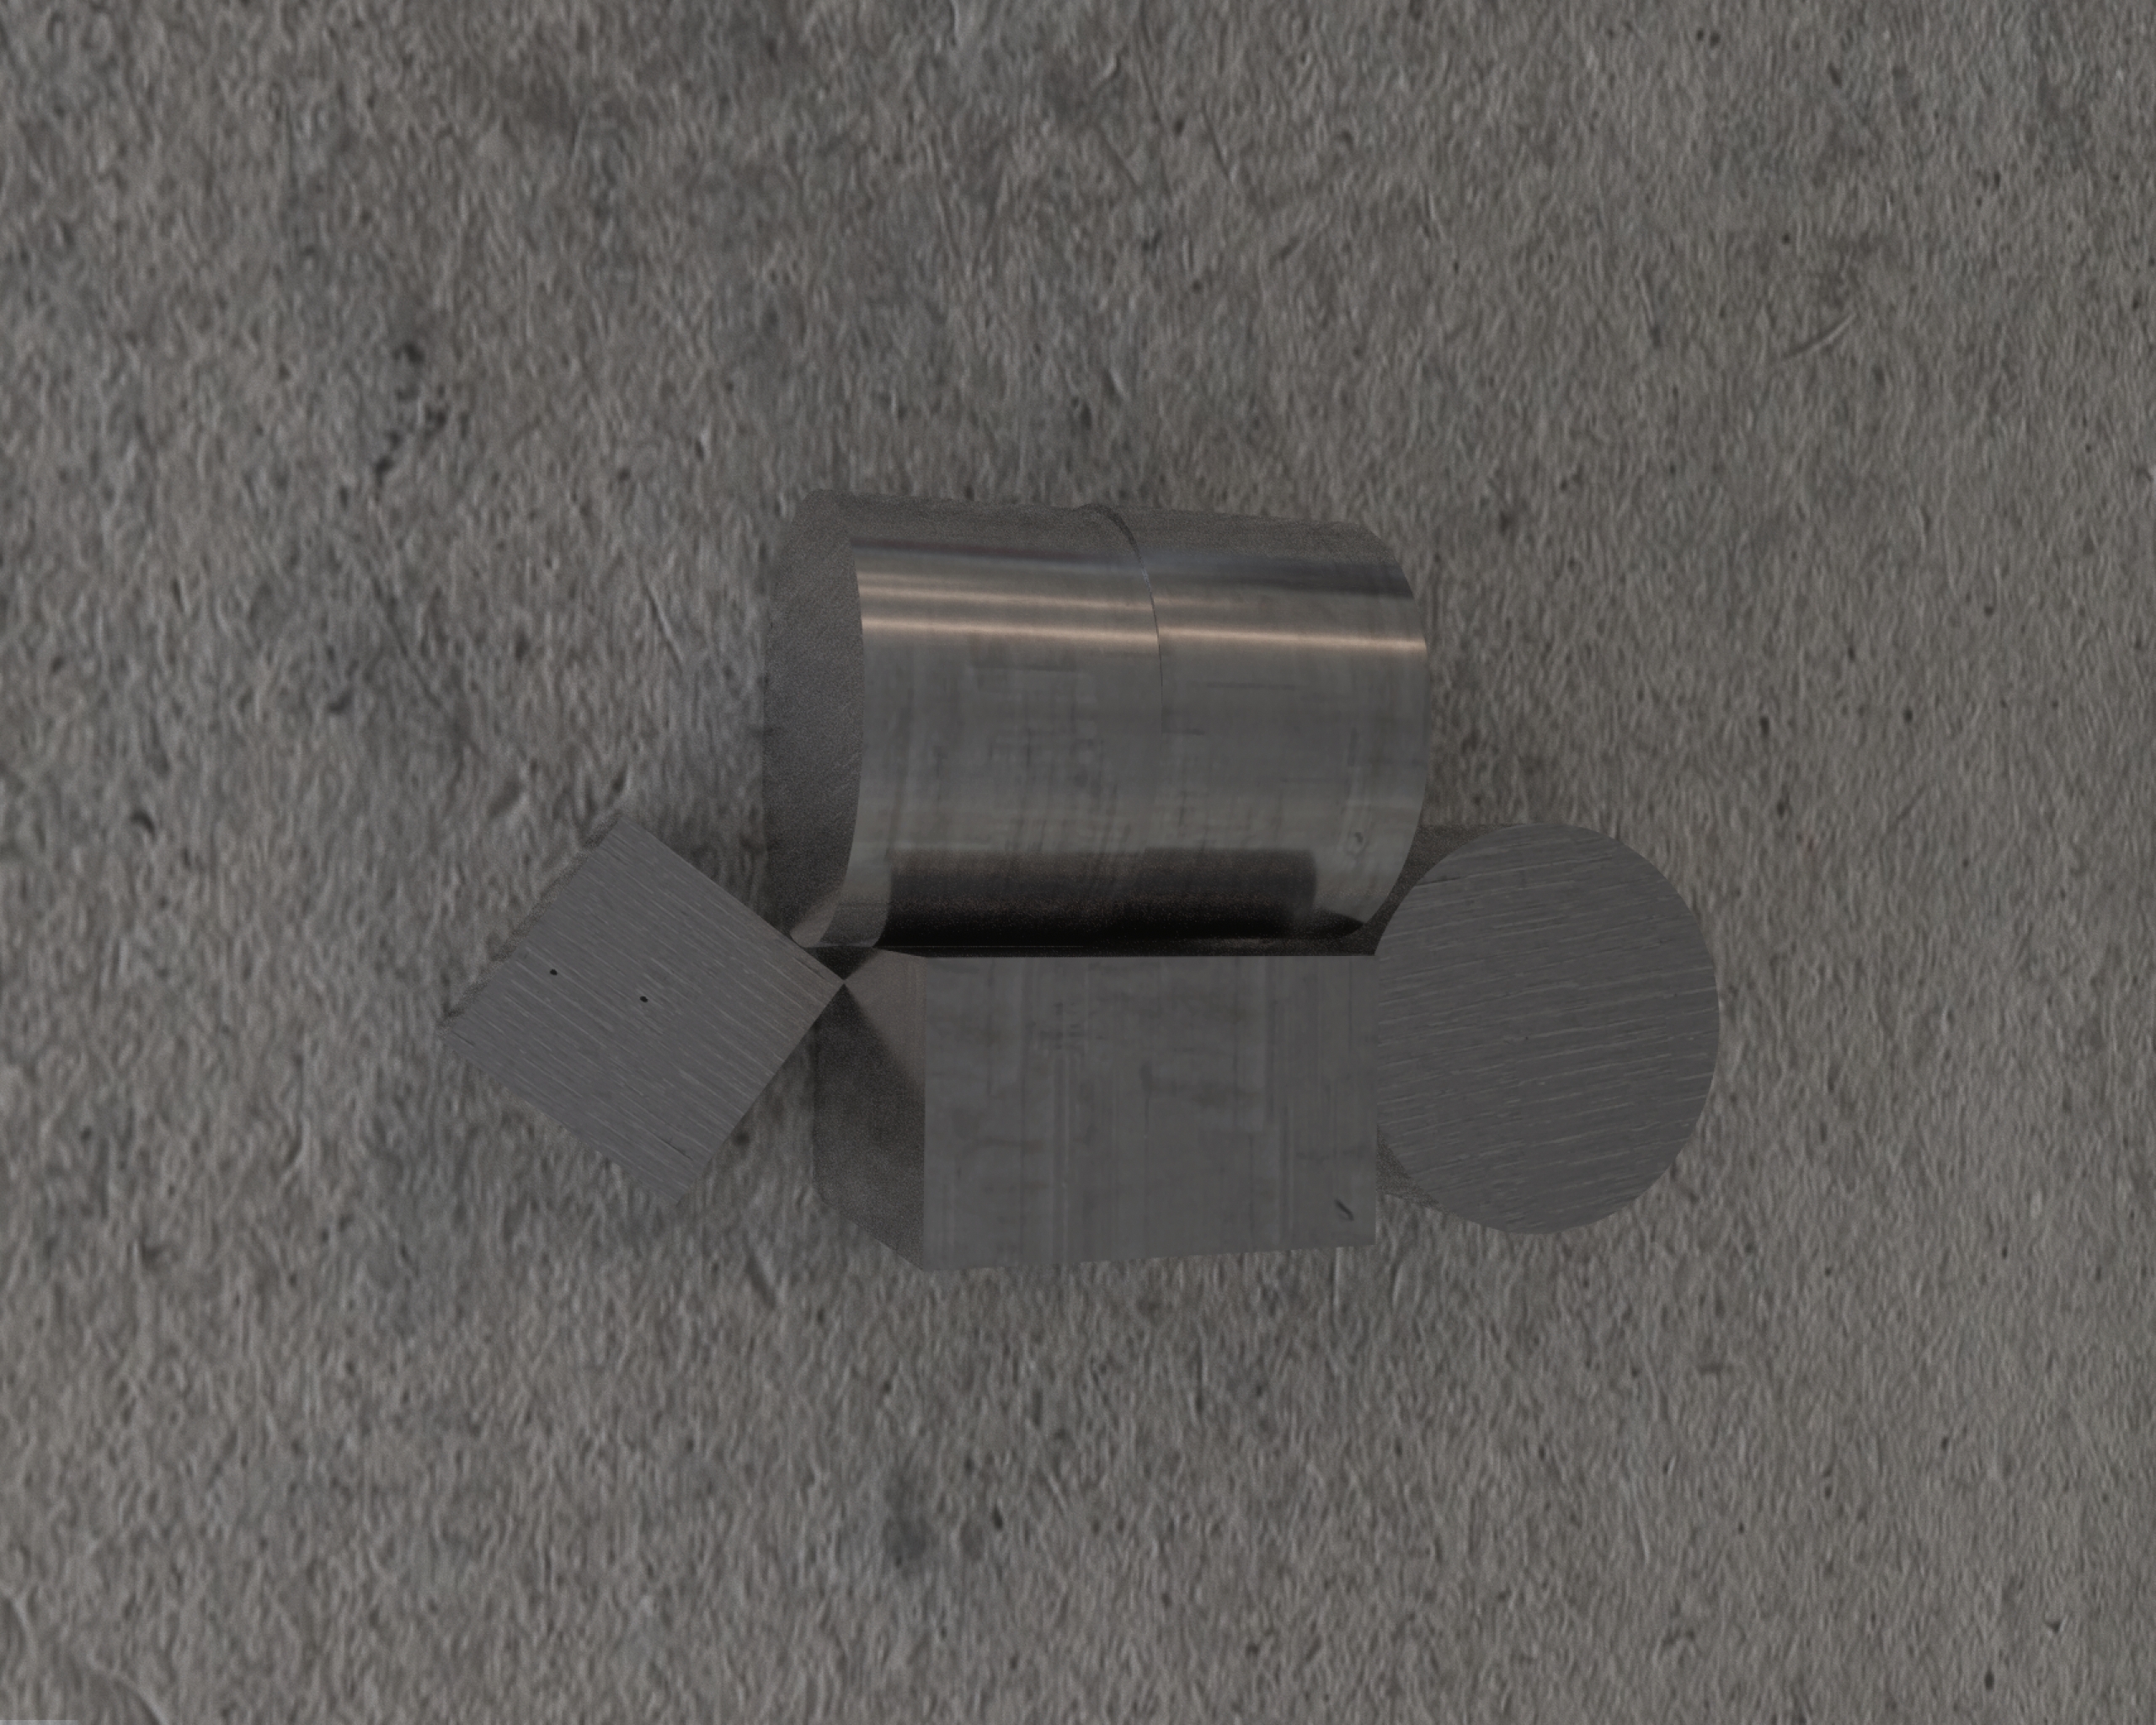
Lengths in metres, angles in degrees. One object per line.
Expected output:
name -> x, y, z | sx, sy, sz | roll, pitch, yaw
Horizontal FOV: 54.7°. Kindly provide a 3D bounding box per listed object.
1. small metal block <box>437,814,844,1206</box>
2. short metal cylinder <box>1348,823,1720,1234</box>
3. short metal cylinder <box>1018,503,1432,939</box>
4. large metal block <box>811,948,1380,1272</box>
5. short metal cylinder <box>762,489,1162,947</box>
small metal block -> -0.080, 0.026, 0.381 | 0.050, 0.025, 0.050 | 40, 77, -16
short metal cylinder -> 0.082, 0.032, 0.427 | 0.081, 0.050, 0.079 | 0, 90, -20
short metal cylinder -> 0.024, -0.025, 0.390 | 0.050, 0.080, 0.079 | 1, 90, -20
large metal block -> 0.000, 0.040, 0.382 | 0.081, 0.080, 0.050 | 1, 90, -20
short metal cylinder -> -0.023, -0.025, 0.373 | 0.050, 0.080, 0.079 | 1, 90, -20
